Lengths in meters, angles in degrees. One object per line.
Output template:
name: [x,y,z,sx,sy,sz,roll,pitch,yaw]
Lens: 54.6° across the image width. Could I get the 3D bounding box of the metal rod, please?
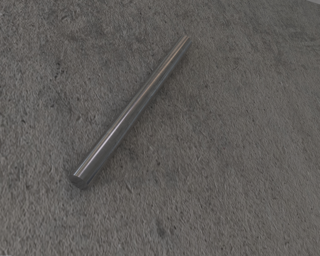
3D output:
metal rod: [-0.022,-0.042,0.417,0.025,0.025,0.301,36,51,-4]
